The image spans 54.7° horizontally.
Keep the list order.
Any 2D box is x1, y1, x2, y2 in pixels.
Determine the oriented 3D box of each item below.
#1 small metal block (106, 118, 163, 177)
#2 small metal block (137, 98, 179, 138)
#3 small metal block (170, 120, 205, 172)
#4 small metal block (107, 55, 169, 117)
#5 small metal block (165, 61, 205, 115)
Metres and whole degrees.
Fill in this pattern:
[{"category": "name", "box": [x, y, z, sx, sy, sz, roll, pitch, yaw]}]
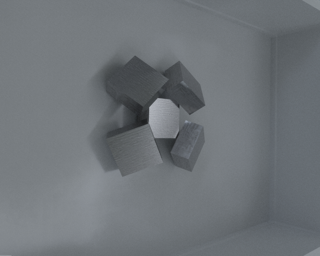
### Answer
[{"category": "small metal block", "box": [-0.029, 0.023, 0.364, 0.050, 0.025, 0.050, -20, 107, 0]}, {"category": "small metal block", "box": [-0.002, -0.012, 0.401, 0.050, 0.025, 0.050, 2, 89, -40]}, {"category": "small metal block", "box": [0.039, 0.026, 0.422, 0.050, 0.025, 0.050, -63, 159, -21]}, {"category": "small metal block", "box": [-0.026, -0.049, 0.365, 0.050, 0.025, 0.050, 37, 62, 7]}, {"category": "small metal block", "box": [0.033, -0.054, 0.416, 0.050, 0.025, 0.050, 42, 27, -32]}]
